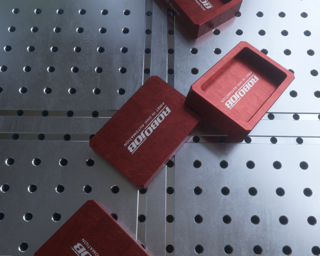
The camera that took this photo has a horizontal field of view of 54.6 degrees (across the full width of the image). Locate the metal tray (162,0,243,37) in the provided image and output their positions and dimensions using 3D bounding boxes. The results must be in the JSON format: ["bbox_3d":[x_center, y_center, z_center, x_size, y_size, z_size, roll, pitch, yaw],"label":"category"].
[{"bbox_3d":[0.054,-0.215,0.487,0.090,0.030,0.130,-33,73,-11],"label":"metal tray"}]

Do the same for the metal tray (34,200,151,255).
[{"bbox_3d":[-0.064,0.158,0.351,0.130,0.030,0.090,41,75,13],"label":"metal tray"}]

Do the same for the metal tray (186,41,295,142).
[{"bbox_3d":[0.108,-0.053,0.411,0.090,0.030,0.131,40,60,13],"label":"metal tray"}]

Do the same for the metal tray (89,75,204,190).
[{"bbox_3d":[-0.015,0.004,0.408,0.090,0.030,0.130,38,74,12],"label":"metal tray"}]
